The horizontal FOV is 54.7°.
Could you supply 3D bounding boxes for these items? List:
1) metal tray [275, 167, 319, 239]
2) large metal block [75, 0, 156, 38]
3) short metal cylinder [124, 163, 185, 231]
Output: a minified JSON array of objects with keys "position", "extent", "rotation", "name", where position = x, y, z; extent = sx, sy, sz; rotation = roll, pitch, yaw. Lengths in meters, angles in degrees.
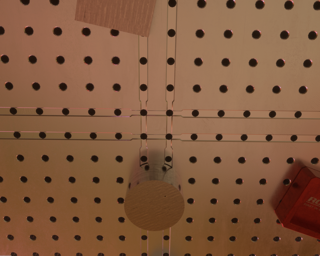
[{"position":[0.251,0.121,0.457],"extent":[0.131,0.030,0.089],"rotation":[21,109,-8],"name":"metal tray"},{"position":[-0.043,-0.152,0.344],"extent":[0.081,0.050,0.079],"rotation":[12,110,-5],"name":"large metal block"},{"position":[-0.007,0.096,0.435],"extent":[0.081,0.050,0.079],"rotation":[0,110,0],"name":"short metal cylinder"}]
